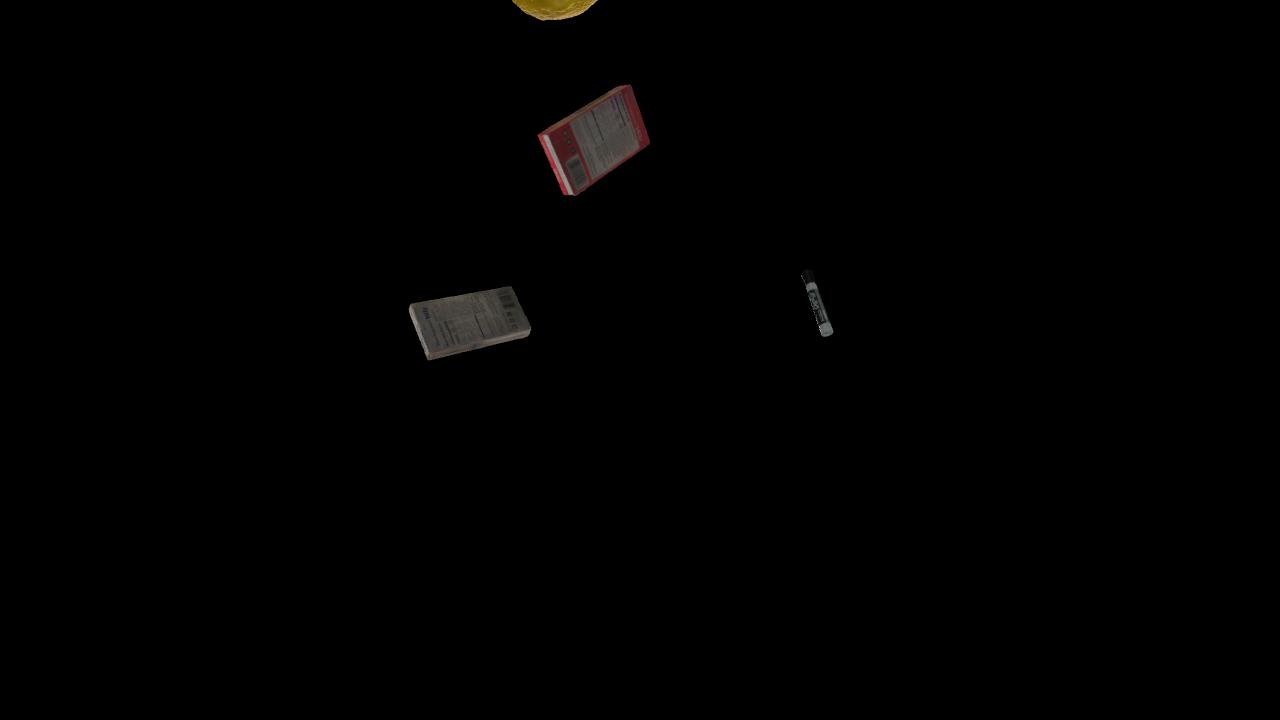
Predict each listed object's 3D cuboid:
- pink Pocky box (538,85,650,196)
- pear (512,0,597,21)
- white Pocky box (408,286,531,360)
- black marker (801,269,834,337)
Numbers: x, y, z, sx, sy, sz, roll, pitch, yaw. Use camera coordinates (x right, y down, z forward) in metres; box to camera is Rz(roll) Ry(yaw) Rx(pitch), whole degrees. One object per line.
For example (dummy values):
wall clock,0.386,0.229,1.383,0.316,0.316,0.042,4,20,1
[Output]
pink Pocky box,-0.056,-0.289,0.807,0.029,0.084,0.155,17,50,44
pear,-0.056,-0.280,0.431,0.080,0.080,0.111,0,30,1
white Pocky box,-0.243,-0.056,0.890,0.154,0.084,0.028,-16,-20,-32
black marker,0.281,-0.093,0.978,0.020,0.121,0.020,-8,-27,-4
